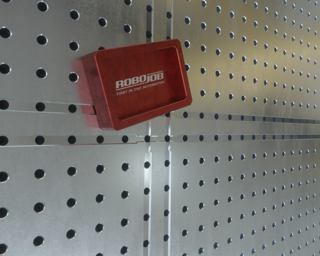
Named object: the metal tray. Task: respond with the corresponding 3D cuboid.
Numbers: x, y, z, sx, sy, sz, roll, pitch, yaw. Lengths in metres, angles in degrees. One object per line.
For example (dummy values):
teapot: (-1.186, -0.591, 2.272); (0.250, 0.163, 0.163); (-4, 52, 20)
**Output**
metal tray: (-0.022, -0.057, 0.386); (0.131, 0.030, 0.090); (-21, 104, -38)
